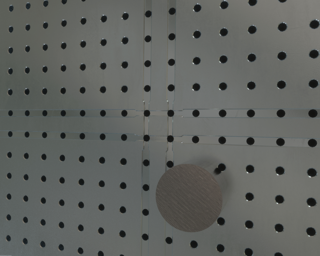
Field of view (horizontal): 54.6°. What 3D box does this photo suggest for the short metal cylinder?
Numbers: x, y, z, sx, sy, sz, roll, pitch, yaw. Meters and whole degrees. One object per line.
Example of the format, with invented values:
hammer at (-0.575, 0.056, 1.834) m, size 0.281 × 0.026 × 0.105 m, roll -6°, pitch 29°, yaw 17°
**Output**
short metal cylinder at (0.041, 0.082, 0.385) m, size 0.080 × 0.050 × 0.080 m, roll 0°, pitch 90°, yaw 20°
